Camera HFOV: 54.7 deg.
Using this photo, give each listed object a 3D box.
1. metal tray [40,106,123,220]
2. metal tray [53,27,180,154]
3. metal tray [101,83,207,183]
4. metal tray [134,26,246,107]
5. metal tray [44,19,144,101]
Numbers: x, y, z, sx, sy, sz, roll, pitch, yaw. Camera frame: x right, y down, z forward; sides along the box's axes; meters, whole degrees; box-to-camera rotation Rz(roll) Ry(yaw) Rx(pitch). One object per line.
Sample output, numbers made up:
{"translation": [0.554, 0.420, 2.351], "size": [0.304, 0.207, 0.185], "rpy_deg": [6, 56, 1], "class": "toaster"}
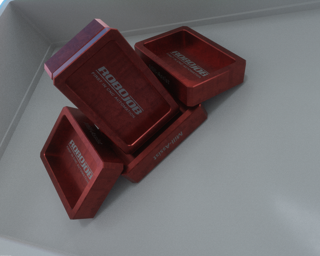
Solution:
{"translation": [-0.108, 0.042, 0.407], "size": [0.130, 0.030, 0.090], "rpy_deg": [46, 112, 38], "class": "metal tray"}
{"translation": [-0.049, -0.041, 0.370], "size": [0.090, 0.130, 0.030], "rpy_deg": [-42, 28, -1], "class": "metal tray"}
{"translation": [-0.014, -0.003, 0.408], "size": [0.130, 0.030, 0.090], "rpy_deg": [-43, 51, -2], "class": "metal tray"}
{"translation": [0.036, -0.088, 0.412], "size": [0.091, 0.030, 0.130], "rpy_deg": [-26, 48, -21], "class": "metal tray"}
{"translation": [-0.073, -0.066, 0.412], "size": [0.090, 0.130, 0.030], "rpy_deg": [-43, 51, -1], "class": "metal tray"}
